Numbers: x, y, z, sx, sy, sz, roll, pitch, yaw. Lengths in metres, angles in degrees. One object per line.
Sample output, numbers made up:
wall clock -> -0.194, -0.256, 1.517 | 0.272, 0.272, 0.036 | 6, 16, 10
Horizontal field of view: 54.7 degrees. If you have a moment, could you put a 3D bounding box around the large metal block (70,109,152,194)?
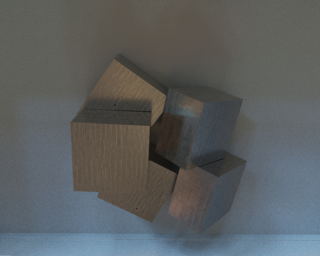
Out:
large metal block -> -0.052, 0.025, 0.350 | 0.081, 0.050, 0.079 | 3, 109, 0

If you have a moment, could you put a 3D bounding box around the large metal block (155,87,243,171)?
large metal block -> 0.047, -0.003, 0.373 | 0.081, 0.050, 0.079 | -9, 119, -46

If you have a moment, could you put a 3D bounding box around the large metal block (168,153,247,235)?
large metal block -> 0.062, 0.077, 0.402 | 0.050, 0.081, 0.079 | 26, 113, 32

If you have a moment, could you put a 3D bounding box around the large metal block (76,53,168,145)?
large metal block -> -0.042, -0.033, 0.384 | 0.080, 0.050, 0.080 | 34, 106, -12

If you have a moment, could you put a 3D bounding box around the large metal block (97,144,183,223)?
large metal block -> -0.026, 0.067, 0.418 | 0.080, 0.050, 0.080 | 28, 107, -11
